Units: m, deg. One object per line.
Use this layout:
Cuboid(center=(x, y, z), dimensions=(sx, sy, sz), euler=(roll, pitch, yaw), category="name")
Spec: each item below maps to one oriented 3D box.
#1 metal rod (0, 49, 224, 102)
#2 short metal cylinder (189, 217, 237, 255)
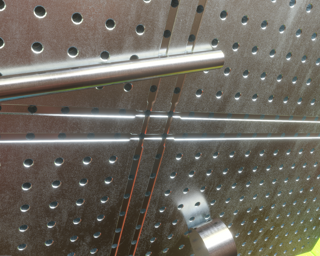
Cuboid(center=(-0.062, -0.058, 0.340), dimensions=(0.302, 0.025, 0.025), euler=(-12, 124, -22), category="metal rod")
Cuboid(center=(0.093, 0.208, 0.555), dimensions=(0.050, 0.080, 0.079), euler=(-17, 125, -19), category="short metal cylinder")
